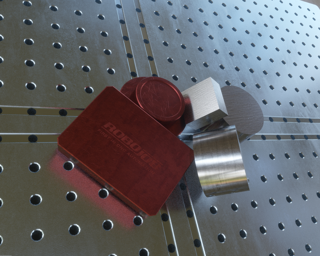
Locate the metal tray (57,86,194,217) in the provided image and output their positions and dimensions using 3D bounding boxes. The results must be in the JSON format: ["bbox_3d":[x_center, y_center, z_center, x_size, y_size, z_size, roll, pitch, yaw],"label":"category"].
[{"bbox_3d":[-0.036,0.026,0.350,0.130,0.030,0.090,39,66,-3],"label":"metal tray"}]

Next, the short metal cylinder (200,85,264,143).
[{"bbox_3d":[0.102,-0.015,0.452,0.081,0.050,0.080,14,56,-21],"label":"short metal cylinder"}]

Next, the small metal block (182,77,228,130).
[{"bbox_3d":[0.057,-0.032,0.414,0.025,0.050,0.050,27,45,-48],"label":"small metal block"}]

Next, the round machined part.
[{"bbox_3d":[-0.007,-0.028,0.406,0.099,0.042,0.098,14,56,-21],"label":"round machined part"}]

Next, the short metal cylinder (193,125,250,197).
[{"bbox_3d":[0.075,0.040,0.376,0.050,0.080,0.080,-13,60,14],"label":"short metal cylinder"}]
